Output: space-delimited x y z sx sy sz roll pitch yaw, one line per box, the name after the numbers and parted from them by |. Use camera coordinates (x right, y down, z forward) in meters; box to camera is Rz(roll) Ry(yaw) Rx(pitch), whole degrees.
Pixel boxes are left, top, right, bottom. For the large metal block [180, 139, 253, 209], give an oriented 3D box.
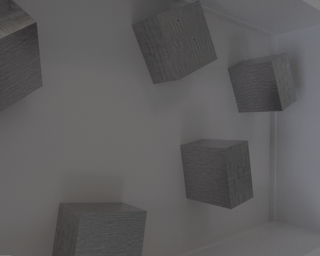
0.079 0.060 0.437 0.050 0.080 0.079 -12 98 -39 | large metal block

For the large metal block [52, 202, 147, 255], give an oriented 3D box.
-0.066 0.126 0.335 0.081 0.050 0.080 11 83 -40 | large metal block

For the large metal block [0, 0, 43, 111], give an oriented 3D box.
-0.144 -0.052 0.241 0.050 0.080 0.080 42 58 8 | large metal block

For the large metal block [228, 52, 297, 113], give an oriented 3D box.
0.169 -0.073 0.512 0.050 0.080 0.080 -30 109 -36 | large metal block

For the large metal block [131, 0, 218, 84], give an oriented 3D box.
0.021 -0.112 0.408 0.081 0.050 0.080 -33 111 -35 | large metal block
